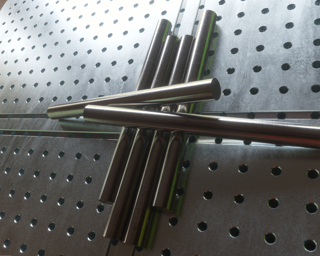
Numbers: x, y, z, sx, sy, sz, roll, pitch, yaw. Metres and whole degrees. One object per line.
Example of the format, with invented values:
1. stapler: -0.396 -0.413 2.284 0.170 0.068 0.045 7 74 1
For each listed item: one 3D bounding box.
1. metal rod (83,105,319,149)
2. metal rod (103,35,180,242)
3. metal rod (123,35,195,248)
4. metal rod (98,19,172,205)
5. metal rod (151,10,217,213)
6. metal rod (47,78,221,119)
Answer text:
1. metal rod: 0.044 -0.004 0.362 0.301 0.025 0.025 6 65 21
2. metal rod: -0.017 -0.003 0.419 0.025 0.025 0.300 2 62 29
3. metal rod: 0.007 -0.001 0.407 0.025 0.025 0.300 1 62 29
4. metal rod: -0.029 -0.039 0.447 0.025 0.025 0.300 1 62 29
5. metal rod: 0.039 -0.040 0.412 0.025 0.025 0.300 1 62 29
6. metal rod: -0.058 -0.035 0.432 0.300 0.025 0.025 -4 60 36
